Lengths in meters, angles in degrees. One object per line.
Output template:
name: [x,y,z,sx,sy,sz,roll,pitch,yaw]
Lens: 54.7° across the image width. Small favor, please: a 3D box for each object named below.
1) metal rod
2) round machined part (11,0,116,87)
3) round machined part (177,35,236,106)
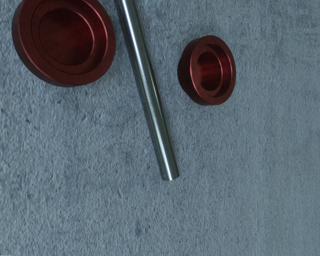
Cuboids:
metal rod: [-0.022,-0.075,0.387,0.025,0.025,0.298,-24,106,-38]
round machined part: [-0.098,-0.090,0.313,0.099,0.042,0.097,0,90,-40]
round machined part: [0.064,-0.081,0.449,0.099,0.042,0.097,0,90,-40]
